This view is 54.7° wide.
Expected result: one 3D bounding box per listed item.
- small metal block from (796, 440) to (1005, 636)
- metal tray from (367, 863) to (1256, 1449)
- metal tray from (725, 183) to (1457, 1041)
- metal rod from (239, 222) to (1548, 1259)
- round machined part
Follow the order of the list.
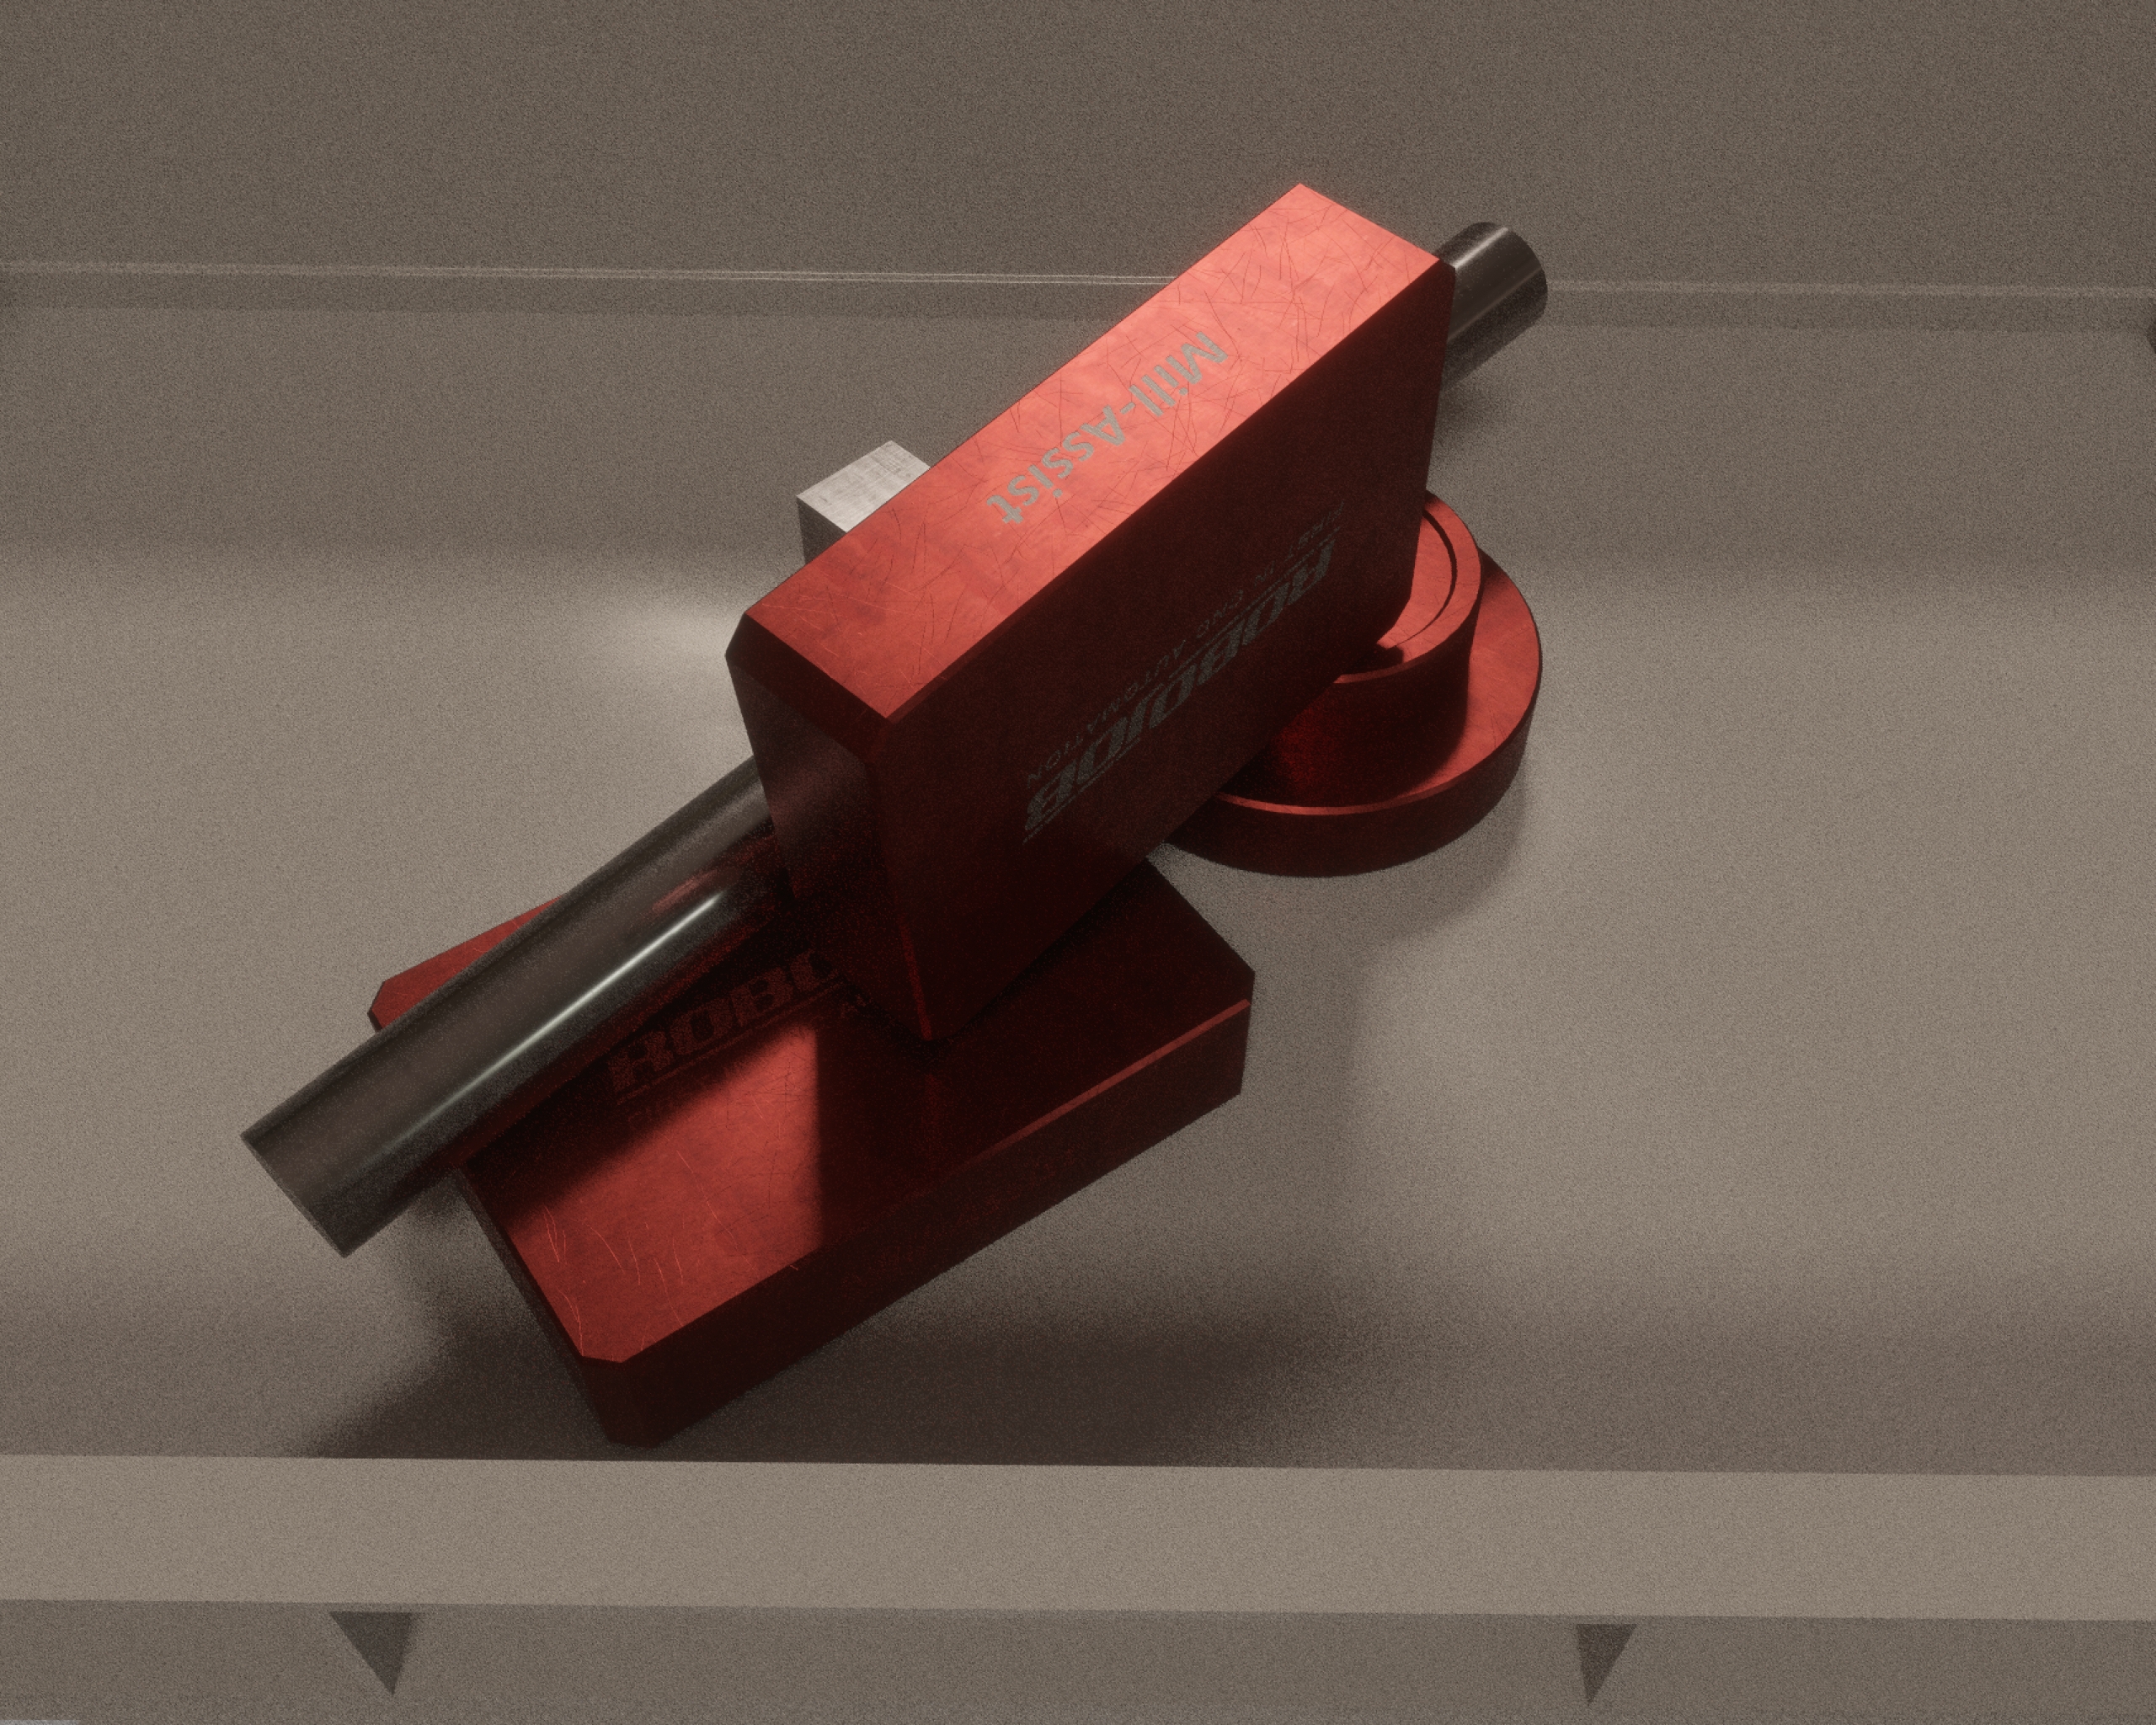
[{"bbox_3d":[-0.030,-0.050,0.429,0.025,0.050,0.050,-37,60,-27],"label":"small metal block"},{"bbox_3d":[-0.046,0.032,0.373,0.131,0.030,0.090,-28,56,-22],"label":"metal tray"},{"bbox_3d":[0.007,-0.040,0.346,0.030,0.090,0.131,37,65,23],"label":"metal tray"},{"bbox_3d":[-0.016,-0.037,0.383,0.025,0.025,0.301,37,63,26],"label":"metal rod"},{"bbox_3d":[0.047,-0.048,0.432,0.099,0.042,0.098,0,50,0],"label":"round machined part"}]
